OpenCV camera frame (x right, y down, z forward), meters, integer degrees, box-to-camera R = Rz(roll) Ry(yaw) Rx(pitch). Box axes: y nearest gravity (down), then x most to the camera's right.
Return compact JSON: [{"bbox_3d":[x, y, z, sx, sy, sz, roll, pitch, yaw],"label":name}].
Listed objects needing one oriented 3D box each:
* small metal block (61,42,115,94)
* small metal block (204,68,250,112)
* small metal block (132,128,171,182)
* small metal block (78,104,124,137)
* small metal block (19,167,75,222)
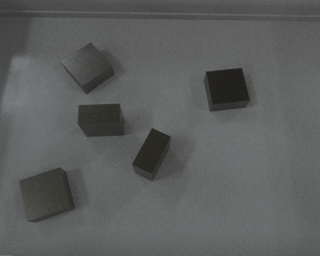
[{"bbox_3d":[-0.101,-0.085,0.439,0.050,0.025,0.050,-39,75,-13],"label":"small metal block"},{"bbox_3d":[0.092,-0.053,0.430,0.050,0.025,0.050,-6,70,-3],"label":"small metal block"},{"bbox_3d":[-0.010,0.034,0.384,0.025,0.050,0.050,25,72,8],"label":"small metal block"},{"bbox_3d":[-0.074,-0.009,0.399,0.050,0.050,0.025,-2,70,-1],"label":"small metal block"},{"bbox_3d":[-0.137,0.082,0.378,0.050,0.025,0.050,-18,71,-7],"label":"small metal block"}]
